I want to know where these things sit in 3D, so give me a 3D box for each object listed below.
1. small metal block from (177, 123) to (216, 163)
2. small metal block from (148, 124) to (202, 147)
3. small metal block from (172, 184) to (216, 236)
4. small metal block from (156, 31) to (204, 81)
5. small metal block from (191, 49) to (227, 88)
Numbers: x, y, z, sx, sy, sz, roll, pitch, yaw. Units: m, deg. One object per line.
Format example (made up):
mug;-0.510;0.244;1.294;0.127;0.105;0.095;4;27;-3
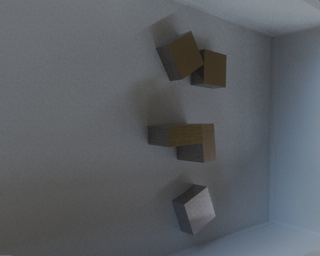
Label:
small metal block;0.049;0.020;0.431;0.025;0.050;0.050;-8;95;-40
small metal block;0.019;0.008;0.402;0.050;0.050;0.025;-5;94;-32
small metal block;0.050;0.117;0.448;0.050;0.025;0.050;-28;108;-37
small metal block;0.029;-0.100;0.430;0.050;0.025;0.050;-39;114;-33
small metal block;0.074;-0.088;0.468;0.050;0.025;0.050;2;89;-40
